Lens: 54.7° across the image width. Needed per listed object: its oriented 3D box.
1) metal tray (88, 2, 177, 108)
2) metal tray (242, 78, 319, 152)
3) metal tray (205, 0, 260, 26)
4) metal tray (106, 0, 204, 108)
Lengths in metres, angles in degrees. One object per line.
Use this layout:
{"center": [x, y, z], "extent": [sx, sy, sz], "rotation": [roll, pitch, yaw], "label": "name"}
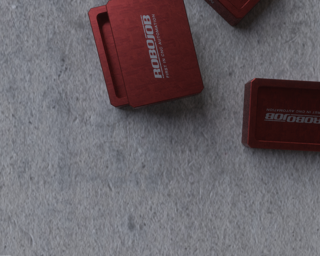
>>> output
{"center": [-0.033, -0.098, 0.406], "extent": [0.091, 0.030, 0.129], "rotation": [-14, 90, -1], "label": "metal tray"}
{"center": [0.179, -0.016, 0.409], "extent": [0.131, 0.030, 0.089], "rotation": [3, 90, -1], "label": "metal tray"}
{"center": [0.085, -0.213, 0.408], "extent": [0.130, 0.030, 0.090], "rotation": [44, 90, -1], "label": "metal tray"}
{"center": [-0.006, -0.095, 0.377], "extent": [0.091, 0.030, 0.129], "rotation": [-13, 90, -1], "label": "metal tray"}
